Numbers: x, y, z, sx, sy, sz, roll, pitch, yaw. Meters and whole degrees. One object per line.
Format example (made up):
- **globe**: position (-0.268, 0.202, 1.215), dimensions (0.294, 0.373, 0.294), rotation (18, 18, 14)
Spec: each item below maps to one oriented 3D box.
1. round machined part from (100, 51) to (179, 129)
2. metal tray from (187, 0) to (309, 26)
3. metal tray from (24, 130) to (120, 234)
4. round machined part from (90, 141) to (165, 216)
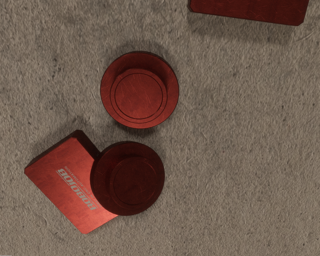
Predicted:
- **round machined part**: position (-0.025, -0.044, 0.384), dimensions (0.099, 0.042, 0.097), rotation (0, 110, -1)
- **metal tray**: position (0.102, -0.169, 0.346), dimensions (0.131, 0.030, 0.089), rotation (6, 110, -3)
- **metal tray**: position (-0.109, 0.078, 0.434), dimensions (0.090, 0.030, 0.130), rotation (-33, 107, 11)
- **round machined part**: position (-0.038, 0.067, 0.404), dimensions (0.099, 0.042, 0.097), rotation (-2, 94, -23)
